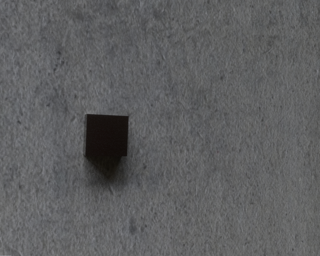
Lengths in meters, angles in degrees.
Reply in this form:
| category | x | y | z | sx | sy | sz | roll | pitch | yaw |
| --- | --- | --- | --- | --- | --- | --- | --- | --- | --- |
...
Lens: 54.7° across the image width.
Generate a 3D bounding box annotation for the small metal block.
| category | x | y | z | sx | sy | sz | roll | pitch | yaw |
| --- | --- | --- | --- | --- | --- | --- | --- | --- | --- |
| small metal block | -0.068 | 0.009 | 0.385 | 0.050 | 0.025 | 0.050 | 2 | 89 | -21 |
